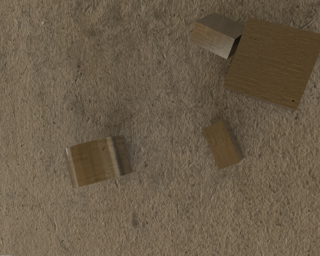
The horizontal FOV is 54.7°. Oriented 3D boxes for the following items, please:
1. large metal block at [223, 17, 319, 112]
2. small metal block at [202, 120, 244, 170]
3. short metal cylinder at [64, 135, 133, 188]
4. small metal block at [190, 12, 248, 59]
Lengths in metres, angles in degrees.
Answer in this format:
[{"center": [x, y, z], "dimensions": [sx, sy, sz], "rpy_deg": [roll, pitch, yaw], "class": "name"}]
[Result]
[{"center": [0.127, -0.070, 0.351], "dimensions": [0.080, 0.050, 0.080], "rpy_deg": [21, 97, 18], "class": "large metal block"}, {"center": [0.076, 0.019, 0.369], "dimensions": [0.025, 0.050, 0.050], "rpy_deg": [-24, 82, 18], "class": "small metal block"}, {"center": [-0.080, 0.044, 0.408], "dimensions": [0.080, 0.080, 0.050], "rpy_deg": [-16, 85, 19], "class": "short metal cylinder"}, {"center": [0.072, -0.111, 0.368], "dimensions": [0.050, 0.050, 0.025], "rpy_deg": [31, 133, 17], "class": "small metal block"}]
